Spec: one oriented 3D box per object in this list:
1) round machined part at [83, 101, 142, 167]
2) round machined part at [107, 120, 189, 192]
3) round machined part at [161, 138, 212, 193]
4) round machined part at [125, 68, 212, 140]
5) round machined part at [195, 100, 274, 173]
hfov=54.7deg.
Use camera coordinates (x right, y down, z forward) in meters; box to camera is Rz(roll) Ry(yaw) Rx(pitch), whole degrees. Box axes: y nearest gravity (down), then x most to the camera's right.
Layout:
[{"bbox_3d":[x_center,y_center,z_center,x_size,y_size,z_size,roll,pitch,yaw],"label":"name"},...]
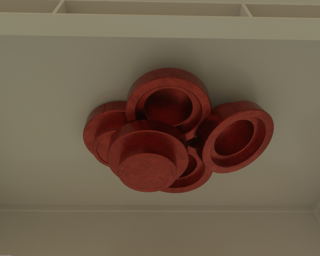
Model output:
[{"bbox_3d":[-0.051,0.016,0.407,0.099,0.042,0.097,-1,130,0],"label":"round machined part"},{"bbox_3d":[-0.014,0.040,0.373,0.099,0.042,0.097,-1,130,0],"label":"round machined part"},{"bbox_3d":[0.022,0.045,0.434,0.099,0.042,0.097,-1,130,0],"label":"round machined part"},{"bbox_3d":[0.010,-0.030,0.371,0.099,0.042,0.097,-1,130,0],"label":"round machined part"},{"bbox_3d":[0.088,0.007,0.389,0.099,0.042,0.097,-13,129,-16],"label":"round machined part"}]
